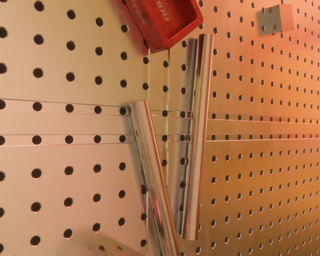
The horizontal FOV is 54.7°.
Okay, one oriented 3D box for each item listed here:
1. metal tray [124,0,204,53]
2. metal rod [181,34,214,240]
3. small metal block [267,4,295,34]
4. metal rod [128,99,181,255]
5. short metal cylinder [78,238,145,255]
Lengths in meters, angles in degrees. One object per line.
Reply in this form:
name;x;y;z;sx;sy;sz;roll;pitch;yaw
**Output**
metal tray;-0.003;-0.177;0.404;0.090;0.030;0.130;-45;117;-31
metal rod;0.056;0.010;0.458;0.025;0.025;0.298;9;84;-40
small metal block;0.240;-0.216;0.614;0.050;0.025;0.050;-18;102;-39
metal rod;0.002;0.110;0.413;0.025;0.025;0.298;-20;103;-39
short metal cylinder;-0.055;0.172;0.349;0.081;0.050;0.079;0;90;-40
